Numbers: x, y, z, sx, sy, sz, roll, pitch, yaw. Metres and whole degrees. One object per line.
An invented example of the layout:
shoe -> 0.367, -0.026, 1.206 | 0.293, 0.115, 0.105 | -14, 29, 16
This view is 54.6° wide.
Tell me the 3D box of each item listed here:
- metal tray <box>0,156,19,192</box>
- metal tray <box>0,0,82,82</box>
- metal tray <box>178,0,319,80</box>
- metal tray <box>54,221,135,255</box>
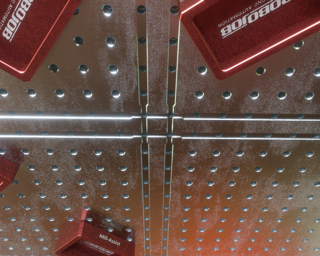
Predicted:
metal tray -> -0.292, 0.077, 0.471 | 0.130, 0.030, 0.090 | -35, 122, 26
metal tray -> -0.141, -0.118, 0.306 | 0.090, 0.030, 0.129 | 32, 123, -24
metal tray -> 0.096, -0.115, 0.310 | 0.130, 0.030, 0.090 | -26, 126, 20
metal tray -> -0.125, 0.237, 0.608 | 0.130, 0.030, 0.090 | 35, 122, -26
